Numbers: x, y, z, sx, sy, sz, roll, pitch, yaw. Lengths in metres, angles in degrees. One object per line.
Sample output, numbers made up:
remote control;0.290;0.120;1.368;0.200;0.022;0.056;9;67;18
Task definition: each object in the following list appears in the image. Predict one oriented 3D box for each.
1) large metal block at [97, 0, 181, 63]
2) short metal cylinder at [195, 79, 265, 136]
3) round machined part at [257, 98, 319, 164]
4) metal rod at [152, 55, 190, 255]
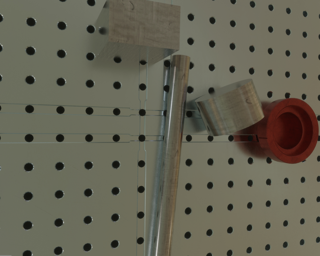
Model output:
large metal block;-0.029;-0.114;0.373;0.081;0.080;0.050;1;90;-20
short metal cylinder;0.094;-0.028;0.420;0.081;0.080;0.050;-26;99;-18
round machined part;0.190;0.004;0.476;0.099;0.042;0.097;0;90;-21
metal rod;0.014;0.051;0.419;0.025;0.025;0.298;7;88;-20
